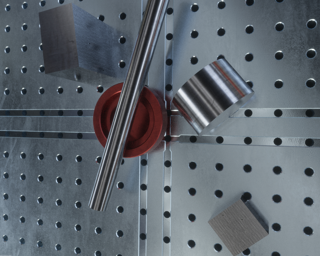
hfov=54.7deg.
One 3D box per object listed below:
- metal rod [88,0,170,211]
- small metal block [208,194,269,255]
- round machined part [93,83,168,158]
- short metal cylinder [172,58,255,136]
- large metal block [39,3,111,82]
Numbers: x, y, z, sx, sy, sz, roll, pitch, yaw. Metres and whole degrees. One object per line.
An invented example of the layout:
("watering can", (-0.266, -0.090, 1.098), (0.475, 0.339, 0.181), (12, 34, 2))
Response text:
("metal rod", (-0.035, -0.042, 0.379), (0.025, 0.025, 0.298), (19, 96, 18))
("small metal block", (0.096, 0.118, 0.379), (0.050, 0.025, 0.050), (-41, 78, 15))
("round machined part", (-0.036, -0.010, 0.415), (0.098, 0.042, 0.097), (0, 90, 19))
("short metal cylinder", (0.062, -0.035, 0.361), (0.080, 0.080, 0.050), (-41, 78, 15))
("large metal block", (-0.113, -0.111, 0.422), (0.050, 0.080, 0.080), (-8, 88, 19))
